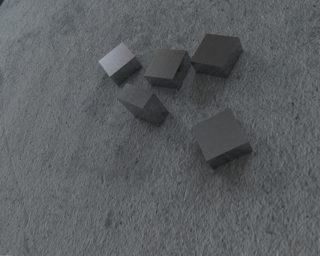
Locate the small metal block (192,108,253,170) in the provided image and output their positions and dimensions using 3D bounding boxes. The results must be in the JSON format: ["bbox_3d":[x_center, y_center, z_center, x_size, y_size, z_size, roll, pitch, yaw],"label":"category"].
[{"bbox_3d":[0.071,0.012,0.359,0.050,0.025,0.050,-27,52,11],"label":"small metal block"}]

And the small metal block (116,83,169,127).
[{"bbox_3d":[-0.023,-0.031,0.419,0.050,0.050,0.025,24,75,36],"label":"small metal block"}]

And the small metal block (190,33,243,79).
[{"bbox_3d":[0.078,-0.099,0.424,0.050,0.025,0.050,20,72,35],"label":"small metal block"}]

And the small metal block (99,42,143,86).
[{"bbox_3d":[-0.064,-0.104,0.502,0.050,0.025,0.050,-39,51,2],"label":"small metal block"}]

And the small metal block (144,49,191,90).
[{"bbox_3d":[0.012,-0.086,0.451,0.050,0.025,0.050,13,68,33],"label":"small metal block"}]
